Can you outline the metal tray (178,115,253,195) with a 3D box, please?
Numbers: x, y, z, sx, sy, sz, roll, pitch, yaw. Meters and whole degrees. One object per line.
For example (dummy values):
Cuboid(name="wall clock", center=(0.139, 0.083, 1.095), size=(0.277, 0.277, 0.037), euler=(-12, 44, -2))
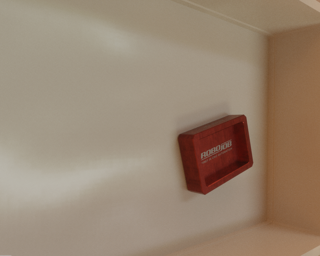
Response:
Cuboid(name="metal tray", center=(0.091, 0.037, 0.482), size=(0.131, 0.030, 0.089), euler=(-19, 102, -39))
